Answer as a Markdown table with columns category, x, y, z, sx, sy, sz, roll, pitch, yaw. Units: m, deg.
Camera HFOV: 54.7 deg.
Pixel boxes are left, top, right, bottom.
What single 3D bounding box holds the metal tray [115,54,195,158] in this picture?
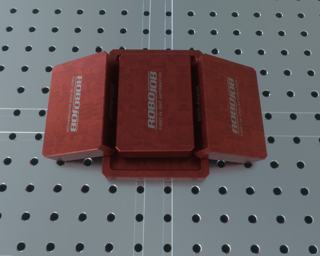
| category | x | y | z | sx | sy | sz | roll | pitch | yaw |
| --- | --- | --- | --- | --- | --- | --- | --- | --- | --- |
| metal tray | -0.006 | -0.030 | 0.388 | 0.091 | 0.030 | 0.130 | 0 | 70 | -1 |

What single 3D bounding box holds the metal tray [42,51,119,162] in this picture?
| category | x | y | z | sx | sy | sz | roll | pitch | yaw |
| --- | --- | --- | --- | --- | --- | --- | --- | --- | --- |
| metal tray | -0.100 | -0.027 | 0.399 | 0.090 | 0.030 | 0.130 | -9 | 68 | 24 |

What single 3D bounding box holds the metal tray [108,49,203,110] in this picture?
| category | x | y | z | sx | sy | sz | roll | pitch | yaw |
| --- | --- | --- | --- | --- | --- | --- | --- | --- | --- |
| metal tray | -0.006 | -0.063 | 0.432 | 0.131 | 0.030 | 0.090 | 0 | 70 | -1 |

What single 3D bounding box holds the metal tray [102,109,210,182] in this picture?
| category | x | y | z | sx | sy | sz | roll | pitch | yaw |
| --- | --- | --- | --- | --- | --- | --- | --- | --- | --- |
| metal tray | -0.005 | 0.022 | 0.401 | 0.131 | 0.030 | 0.090 | 0 | 70 | -1 |

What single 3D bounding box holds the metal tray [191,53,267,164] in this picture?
| category | x | y | z | sx | sy | sz | roll | pitch | yaw |
| --- | --- | --- | --- | --- | --- | --- | --- | --- | --- |
| metal tray | 0.087 | -0.024 | 0.399 | 0.091 | 0.030 | 0.130 | 9 | 68 | -26 |
